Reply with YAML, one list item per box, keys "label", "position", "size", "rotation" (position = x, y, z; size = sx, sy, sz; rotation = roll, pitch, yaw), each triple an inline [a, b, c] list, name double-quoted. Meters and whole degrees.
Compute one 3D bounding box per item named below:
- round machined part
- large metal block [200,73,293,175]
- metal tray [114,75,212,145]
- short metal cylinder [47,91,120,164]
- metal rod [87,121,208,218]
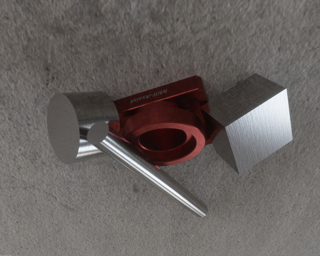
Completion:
- label: "round machined part"
  position: [0.002, 0.005, 0.370]
  size: [0.099, 0.042, 0.098]
  rotation: [-4, 146, -3]
- label: "large metal block"
  position: [0.104, -0.005, 0.368]
  size: [0.080, 0.050, 0.080]
  rotation: [-32, 128, -8]
- label: "metal tray"
  position: [0.002, -0.006, 0.400]
  size: [0.130, 0.030, 0.090]
  rotation: [-16, 129, 12]
- label: "short metal cylinder"
  position: [-0.090, -0.002, 0.361]
  size: [0.050, 0.080, 0.079]
  rotation: [-10, 142, -42]
- label: "metal rod"
  position: [0.005, 0.073, 0.413]
  size: [0.025, 0.025, 0.300]
  rotation: [-21, 144, 17]
